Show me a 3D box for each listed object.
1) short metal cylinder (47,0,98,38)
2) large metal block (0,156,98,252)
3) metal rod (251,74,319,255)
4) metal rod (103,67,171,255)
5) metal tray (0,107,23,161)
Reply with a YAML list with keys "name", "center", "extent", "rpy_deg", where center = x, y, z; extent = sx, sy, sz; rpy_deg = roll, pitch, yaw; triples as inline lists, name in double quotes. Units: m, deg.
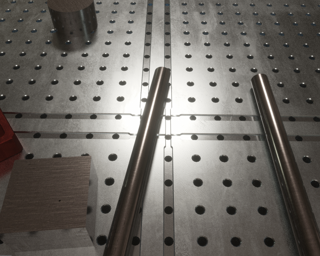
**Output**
- name: "short metal cylinder"
  center: [-0.158, -0.210, 0.566]
  extent: [0.081, 0.050, 0.080]
  rpy_deg: [0, 50, 0]
- name: "large metal block"
  center: [-0.111, 0.078, 0.324]
  extent: [0.081, 0.050, 0.080]
  rpy_deg: [-3, 50, -3]
- name: "metal rod"
  center: [0.151, 0.042, 0.374]
  extent: [0.025, 0.025, 0.300]
  rpy_deg: [0, 50, 0]
- name: "metal rod"
  center: [-0.021, 0.028, 0.383]
  extent: [0.025, 0.025, 0.300]
  rpy_deg: [8, 50, 6]
- name: "metal tray"
  center: [-0.253, 0.021, 0.383]
  extent: [0.131, 0.030, 0.090]
  rpy_deg: [-29, 56, -23]
